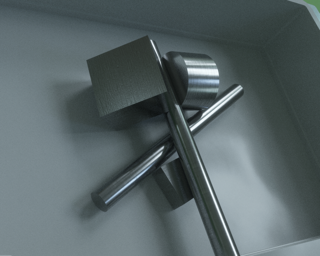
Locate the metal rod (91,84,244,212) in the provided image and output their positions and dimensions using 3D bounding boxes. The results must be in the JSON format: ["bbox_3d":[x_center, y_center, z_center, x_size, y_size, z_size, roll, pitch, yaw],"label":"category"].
[{"bbox_3d":[0.032,0.008,0.417,0.025,0.025,0.302,49,51,6],"label":"metal rod"}]

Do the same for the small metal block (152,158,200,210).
[{"bbox_3d":[0.028,0.064,0.381,0.050,0.025,0.050,-24,75,-37],"label":"small metal block"}]

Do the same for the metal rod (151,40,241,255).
[{"bbox_3d":[0.029,0.014,0.379,0.025,0.025,0.299,-5,63,-31],"label":"metal rod"}]

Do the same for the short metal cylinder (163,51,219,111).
[{"bbox_3d":[0.035,-0.063,0.427,0.050,0.080,0.080,-4,64,-32],"label":"short metal cylinder"}]

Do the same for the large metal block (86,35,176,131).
[{"bbox_3d":[-0.035,-0.053,0.378,0.080,0.050,0.080,-20,67,7],"label":"large metal block"}]
